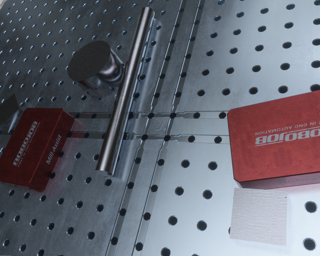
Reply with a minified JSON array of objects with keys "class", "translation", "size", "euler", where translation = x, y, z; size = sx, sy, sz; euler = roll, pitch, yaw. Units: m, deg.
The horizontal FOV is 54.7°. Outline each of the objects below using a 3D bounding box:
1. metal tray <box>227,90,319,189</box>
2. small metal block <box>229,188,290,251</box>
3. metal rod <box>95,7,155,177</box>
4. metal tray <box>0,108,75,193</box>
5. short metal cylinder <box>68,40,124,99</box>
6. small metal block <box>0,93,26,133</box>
[{"class":"metal tray","translation":[0.141,0.012,0.324],"size":[0.130,0.030,0.090],"euler":[-12,57,21]},{"class":"small metal block","translation":[0.098,0.088,0.303],"size":[0.050,0.025,0.050],"euler":[-2,61,27]},{"class":"metal rod","translation":[-0.048,-0.071,0.477],"size":[0.025,0.025,0.300],"euler":[-3,60,27]},{"class":"metal tray","translation":[-0.200,0.030,0.492],"size":[0.090,0.030,0.130],"euler":[3,63,29]},{"class":"short metal cylinder","translation":[-0.101,-0.094,0.503],"size":[0.080,0.050,0.080],"euler":[-13,56,21]},{"class":"small metal block","translation":[-0.272,-0.027,0.569],"size":[0.050,0.025,0.050],"euler":[-40,51,1]}]
